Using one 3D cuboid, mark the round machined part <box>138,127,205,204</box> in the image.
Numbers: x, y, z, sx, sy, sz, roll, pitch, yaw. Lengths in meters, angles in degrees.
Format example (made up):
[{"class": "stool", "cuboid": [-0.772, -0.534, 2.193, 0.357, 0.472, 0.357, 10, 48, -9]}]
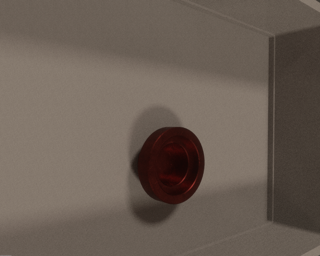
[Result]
[{"class": "round machined part", "cuboid": [0.010, 0.047, 0.406, 0.099, 0.042, 0.097, 0, 90, -40]}]
